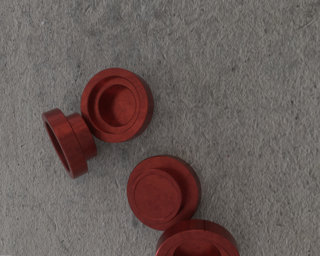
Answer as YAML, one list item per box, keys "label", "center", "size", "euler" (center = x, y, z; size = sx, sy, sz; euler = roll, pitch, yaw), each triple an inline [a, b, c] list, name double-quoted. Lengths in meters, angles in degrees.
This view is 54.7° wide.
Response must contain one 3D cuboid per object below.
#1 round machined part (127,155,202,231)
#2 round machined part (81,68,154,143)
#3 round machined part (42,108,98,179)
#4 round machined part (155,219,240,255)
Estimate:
- label: "round machined part"
  center: [0.001, 0.085, 0.399]
  size: [0.098, 0.042, 0.097]
  euler: [0, 90, 20]
- label: "round machined part"
  center: [-0.054, -0.029, 0.419]
  size: [0.098, 0.042, 0.097]
  euler: [0, 90, 20]
- label: "round machined part"
  center: [-0.120, 0.017, 0.423]
  size: [0.042, 0.098, 0.098]
  euler: [-26, 79, -24]
- label: "round machined part"
  center: [0.044, 0.150, 0.372]
  size: [0.099, 0.042, 0.097]
  euler: [1, 109, 4]
